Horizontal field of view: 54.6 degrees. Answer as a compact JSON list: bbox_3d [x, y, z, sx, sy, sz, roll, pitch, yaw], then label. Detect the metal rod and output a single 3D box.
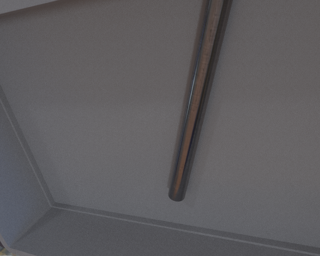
[{"bbox_3d":[0.043,-0.022,0.372,0.025,0.025,0.298,20,126,16],"label":"metal rod"}]
